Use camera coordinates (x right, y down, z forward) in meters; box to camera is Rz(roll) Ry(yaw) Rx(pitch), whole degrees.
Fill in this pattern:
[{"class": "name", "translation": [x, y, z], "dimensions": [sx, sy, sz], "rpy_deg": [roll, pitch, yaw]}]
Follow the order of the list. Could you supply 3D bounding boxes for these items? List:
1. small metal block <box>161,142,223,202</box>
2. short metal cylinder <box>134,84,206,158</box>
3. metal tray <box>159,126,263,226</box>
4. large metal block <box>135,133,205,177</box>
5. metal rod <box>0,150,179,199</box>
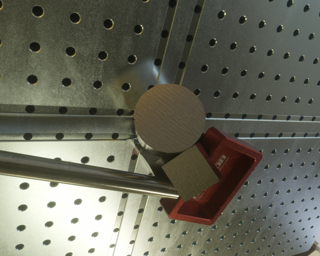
[{"class": "small metal block", "translation": [0.039, 0.053, 0.373], "dimensions": [0.050, 0.050, 0.025], "rpy_deg": [-36, 172, 17]}, {"class": "short metal cylinder", "translation": [0.010, -0.007, 0.370], "dimensions": [0.080, 0.080, 0.050], "rpy_deg": [-31, 171, -9]}, {"class": "metal tray", "translation": [0.070, 0.070, 0.423], "dimensions": [0.091, 0.030, 0.129], "rpy_deg": [23, 106, -37]}, {"class": "large metal block", "translation": [0.023, 0.043, 0.434], "dimensions": [0.080, 0.050, 0.080], "rpy_deg": [-31, 129, -9]}, {"class": "metal rod", "translation": [-0.116, 0.047, 0.340], "dimensions": [0.302, 0.025, 0.025], "rpy_deg": [13, 112, -22]}]
